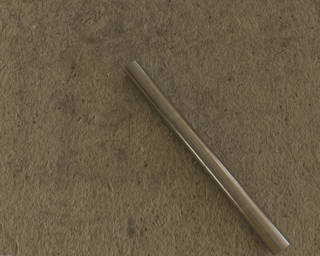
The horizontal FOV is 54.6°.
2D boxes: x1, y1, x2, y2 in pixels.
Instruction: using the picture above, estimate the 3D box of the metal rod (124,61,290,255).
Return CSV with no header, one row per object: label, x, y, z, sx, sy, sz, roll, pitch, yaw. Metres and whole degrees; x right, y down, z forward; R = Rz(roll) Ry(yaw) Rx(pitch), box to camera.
metal rod,0.050,0.026,0.398,0.025,0.025,0.300,-35,74,-12
